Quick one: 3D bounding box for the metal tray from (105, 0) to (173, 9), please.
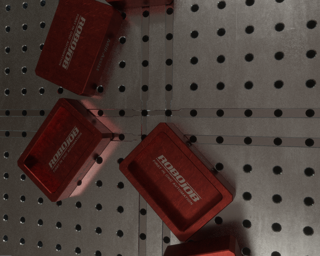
[{"bbox_3d":[-0.027,-0.234,0.418,0.090,0.030,0.129,2,91,19],"label":"metal tray"}]

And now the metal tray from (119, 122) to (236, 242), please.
[{"bbox_3d":[0.020,0.067,0.401,0.090,0.030,0.130,-46,76,14],"label":"metal tray"}]

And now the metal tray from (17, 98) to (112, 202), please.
[{"bbox_3d":[-0.142,0.032,0.458,0.090,0.030,0.130,41,102,15],"label":"metal tray"}]

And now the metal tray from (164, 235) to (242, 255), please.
[{"bbox_3d":[0.065,0.199,0.370,0.090,0.030,0.129,-18,98,18],"label":"metal tray"}]

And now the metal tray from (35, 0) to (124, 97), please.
[{"bbox_3d":[-0.119,-0.121,0.450,0.090,0.030,0.129,25,98,17],"label":"metal tray"}]
